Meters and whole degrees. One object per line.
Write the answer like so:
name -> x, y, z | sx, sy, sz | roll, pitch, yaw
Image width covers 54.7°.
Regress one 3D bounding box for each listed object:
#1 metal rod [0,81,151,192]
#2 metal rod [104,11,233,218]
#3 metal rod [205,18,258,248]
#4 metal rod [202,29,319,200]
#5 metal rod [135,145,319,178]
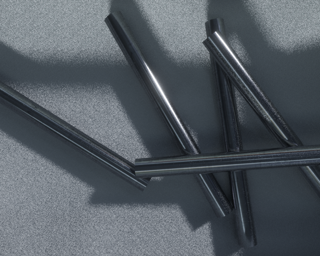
metal rod -> -0.144, -0.006, 0.410 | 0.301, 0.025, 0.025 | 32, 90, 0
metal rod -> 0.012, -0.018, 0.411 | 0.025, 0.025, 0.299 | -30, 90, 0
metal rod -> 0.094, 0.006, 0.411 | 0.025, 0.025, 0.298 | -9, 90, 0
metal rod -> 0.155, 0.003, 0.397 | 0.025, 0.025, 0.300 | -39, 96, 0
metal rod -> 0.120, 0.039, 0.379 | 0.302, 0.025, 0.025 | -5, 90, 4
